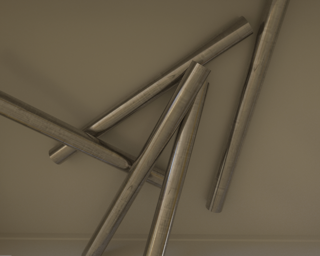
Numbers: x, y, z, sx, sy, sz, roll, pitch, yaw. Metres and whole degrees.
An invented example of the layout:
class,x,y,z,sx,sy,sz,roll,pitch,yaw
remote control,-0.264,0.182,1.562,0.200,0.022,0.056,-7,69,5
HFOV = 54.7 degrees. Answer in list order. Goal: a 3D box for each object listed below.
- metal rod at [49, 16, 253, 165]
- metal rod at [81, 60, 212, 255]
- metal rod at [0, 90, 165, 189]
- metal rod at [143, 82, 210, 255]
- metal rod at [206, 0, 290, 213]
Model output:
class,x,y,z,sx,sy,sz,roll,pitch,yaw
metal rod,-0.020,-0.041,0.395,0.300,0.025,0.025,-33,107,11
metal rod,-0.024,0.053,0.392,0.025,0.025,0.298,28,104,-10
metal rod,-0.110,0.010,0.381,0.301,0.025,0.025,29,108,-23
metal rod,0.011,0.085,0.376,0.025,0.025,0.299,16,84,-6
metal rod,0.109,-0.020,0.404,0.025,0.025,0.298,11,110,-4
